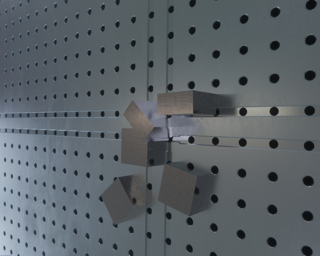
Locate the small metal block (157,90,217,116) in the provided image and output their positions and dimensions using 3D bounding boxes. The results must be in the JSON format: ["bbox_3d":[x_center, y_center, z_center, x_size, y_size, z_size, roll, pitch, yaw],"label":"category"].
[{"bbox_3d":[0.032,-0.028,0.367,0.050,0.050,0.025,0,90,40],"label":"small metal block"}]

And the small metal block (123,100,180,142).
[{"bbox_3d":[-0.011,-0.009,0.403,0.050,0.050,0.025,51,120,28],"label":"small metal block"}]

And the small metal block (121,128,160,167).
[{"bbox_3d":[-0.028,0.026,0.433,0.050,0.025,0.050,2,92,40],"label":"small metal block"}]

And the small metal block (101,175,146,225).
[{"bbox_3d":[-0.055,0.105,0.456,0.050,0.025,0.050,-46,63,30],"label":"small metal block"}]

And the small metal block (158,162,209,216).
[{"bbox_3d":[0.028,0.074,0.387,0.050,0.025,0.050,17,101,39],"label":"small metal block"}]
